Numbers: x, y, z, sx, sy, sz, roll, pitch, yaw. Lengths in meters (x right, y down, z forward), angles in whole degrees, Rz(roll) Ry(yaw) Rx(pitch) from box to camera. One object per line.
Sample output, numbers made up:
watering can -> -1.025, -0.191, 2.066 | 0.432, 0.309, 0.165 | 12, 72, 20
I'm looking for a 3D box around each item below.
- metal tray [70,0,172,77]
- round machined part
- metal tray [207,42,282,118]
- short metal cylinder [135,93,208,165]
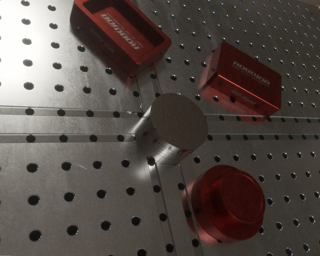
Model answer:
metal tray -> -0.057, -0.148, 0.465 | 0.130, 0.030, 0.090 | 44, 51, 2
round machined part -> 0.093, 0.092, 0.394 | 0.099, 0.042, 0.098 | 14, 56, -21
metal tray -> 0.150, -0.085, 0.540 | 0.131, 0.030, 0.090 | 27, 52, -12
short metal cylinder -> 0.014, 0.002, 0.400 | 0.081, 0.050, 0.080 | 14, 56, -21
